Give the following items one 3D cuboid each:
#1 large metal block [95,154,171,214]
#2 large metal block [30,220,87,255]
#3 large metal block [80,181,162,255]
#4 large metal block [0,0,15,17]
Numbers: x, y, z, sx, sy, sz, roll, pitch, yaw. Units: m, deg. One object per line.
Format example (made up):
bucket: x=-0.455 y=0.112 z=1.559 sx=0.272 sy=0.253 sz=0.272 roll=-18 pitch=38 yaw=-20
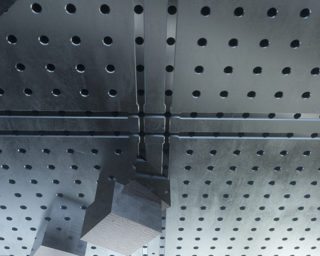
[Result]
large metal block: x=-0.040 y=0.097 z=0.478 sx=0.080 sy=0.050 sz=0.080 roll=-32 pitch=124 yaw=24
large metal block: x=-0.192 y=0.227 z=0.586 sx=0.080 sy=0.050 sz=0.080 roll=26 pitch=125 yaw=-21
large metal block: x=-0.054 y=0.132 z=0.441 sx=0.080 sy=0.050 sz=0.080 roll=30 pitch=124 yaw=-24
large metal block: x=-0.191 y=-0.117 z=0.273 sx=0.050 sy=0.080 sz=0.080 roll=-27 pitch=126 yaw=20
